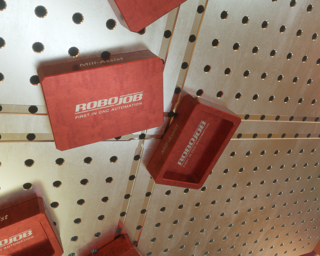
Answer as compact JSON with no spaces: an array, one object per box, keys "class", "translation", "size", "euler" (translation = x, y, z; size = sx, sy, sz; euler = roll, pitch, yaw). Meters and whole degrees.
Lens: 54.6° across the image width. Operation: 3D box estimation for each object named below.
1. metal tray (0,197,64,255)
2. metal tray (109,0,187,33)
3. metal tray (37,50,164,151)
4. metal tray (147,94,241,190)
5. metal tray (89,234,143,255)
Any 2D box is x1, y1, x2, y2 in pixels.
[{"class":"metal tray","translation":[-0.200,0.150,0.391],"size":[0.131,0.030,0.090],"euler":[-19,126,-17]},{"class":"metal tray","translation":[-0.023,-0.170,0.290],"size":[0.090,0.030,0.130],"euler":[-35,129,-5]},{"class":"metal tray","translation":[-0.061,-0.033,0.354],"size":[0.131,0.030,0.089],"euler":[-14,125,-20]},{"class":"metal tray","translation":[0.049,0.025,0.448],"size":[0.091,0.030,0.129],"euler":[16,110,-35]},{"class":"metal tray","translation":[-0.067,0.245,0.521],"size":[0.090,0.030,0.130],"euler":[-30,129,-9]}]
